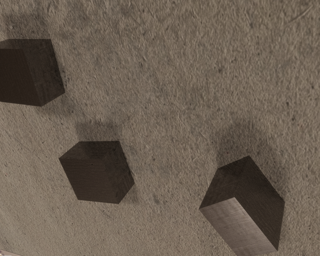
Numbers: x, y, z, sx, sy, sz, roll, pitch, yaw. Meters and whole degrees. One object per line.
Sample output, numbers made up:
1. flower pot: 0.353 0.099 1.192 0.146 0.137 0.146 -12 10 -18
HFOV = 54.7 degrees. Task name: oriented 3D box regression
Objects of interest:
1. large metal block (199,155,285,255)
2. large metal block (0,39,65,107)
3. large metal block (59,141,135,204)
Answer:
1. large metal block: 0.102 0.094 0.375 0.050 0.080 0.080 -32 101 38
2. large metal block: -0.192 -0.080 0.440 0.080 0.050 0.079 7 122 24
3. large metal block: -0.096 0.067 0.481 0.080 0.050 0.080 -2 118 29
